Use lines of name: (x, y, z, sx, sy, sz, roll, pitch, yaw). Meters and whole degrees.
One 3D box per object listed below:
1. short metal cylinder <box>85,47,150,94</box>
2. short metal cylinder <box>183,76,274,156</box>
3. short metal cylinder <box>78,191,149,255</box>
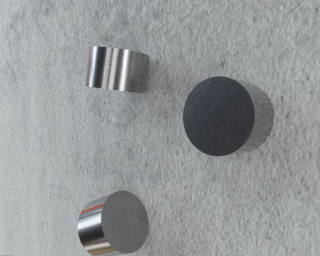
short metal cylinder: (-0.056, -0.076, 0.413, 0.080, 0.081, 0.050, 12, 98, 39)
short metal cylinder: (0.072, -0.012, 0.328, 0.080, 0.050, 0.079, 0, 90, 39)
short metal cylinder: (-0.062, 0.130, 0.418, 0.050, 0.081, 0.080, -27, 73, 36)
